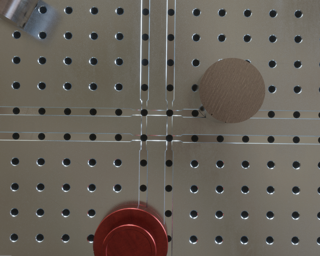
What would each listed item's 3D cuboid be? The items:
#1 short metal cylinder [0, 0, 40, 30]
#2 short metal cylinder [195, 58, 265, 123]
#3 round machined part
[{"bbox_3d":[-0.197,-0.166,0.384,0.080,0.080,0.050,27,90,0],"label":"short metal cylinder"},{"bbox_3d":[0.088,-0.046,0.401,0.081,0.050,0.079,0,90,0],"label":"short metal cylinder"},{"bbox_3d":[-0.039,0.154,0.405,0.099,0.042,0.097,0,90,0],"label":"round machined part"}]
